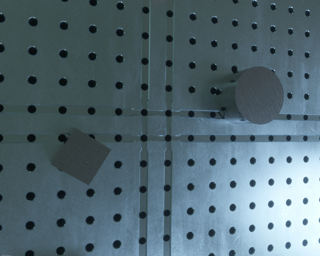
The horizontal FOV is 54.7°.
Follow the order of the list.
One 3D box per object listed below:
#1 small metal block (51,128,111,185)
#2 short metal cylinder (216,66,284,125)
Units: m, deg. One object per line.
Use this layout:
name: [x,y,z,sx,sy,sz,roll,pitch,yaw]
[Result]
small metal block: [-0.096,0.034,0.377,0.050,0.025,0.050,34,79,-17]
short metal cylinder: [0.129,-0.045,0.446,0.081,0.050,0.080,0,90,-20]
